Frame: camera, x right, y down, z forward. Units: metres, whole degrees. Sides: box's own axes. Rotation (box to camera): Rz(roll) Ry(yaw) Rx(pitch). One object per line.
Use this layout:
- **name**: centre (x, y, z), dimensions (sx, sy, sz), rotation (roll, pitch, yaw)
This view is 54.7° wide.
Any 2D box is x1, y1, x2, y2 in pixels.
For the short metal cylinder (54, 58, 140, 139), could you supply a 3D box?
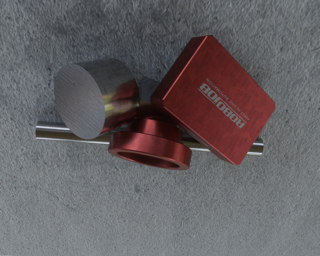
- **short metal cylinder**: centre (-0.069, -0.033, 0.337), dimensions (0.080, 0.050, 0.079), rotation (16, 117, 34)

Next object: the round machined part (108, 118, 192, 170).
- **round machined part**: centre (-0.009, 0.019, 0.373), dimensions (0.099, 0.042, 0.098), rotation (11, 165, 3)

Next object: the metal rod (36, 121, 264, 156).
- **metal rod**: centre (-0.010, 0.015, 0.421), dimensions (0.302, 0.025, 0.025), rotation (5, 130, -4)

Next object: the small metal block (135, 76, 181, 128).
- **small metal block**: centre (-0.002, -0.030, 0.365), dimensions (0.050, 0.050, 0.025), rotation (18, 128, -15)

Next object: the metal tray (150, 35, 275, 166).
- **metal tray**: centre (0.064, -0.028, 0.349), dimensions (0.130, 0.030, 0.090), rotation (38, 82, -28)
